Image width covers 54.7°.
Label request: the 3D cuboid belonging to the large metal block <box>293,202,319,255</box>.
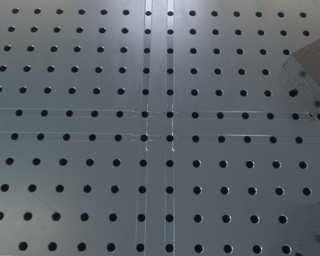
[{"bbox_3d":[0.194,0.126,0.338,0.050,0.080,0.080,27,72,9],"label":"large metal block"}]

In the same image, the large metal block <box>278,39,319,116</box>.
[{"bbox_3d":[0.228,-0.076,0.428,0.080,0.050,0.080,-28,73,-10],"label":"large metal block"}]
